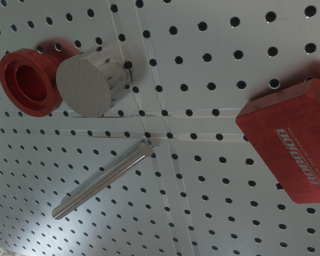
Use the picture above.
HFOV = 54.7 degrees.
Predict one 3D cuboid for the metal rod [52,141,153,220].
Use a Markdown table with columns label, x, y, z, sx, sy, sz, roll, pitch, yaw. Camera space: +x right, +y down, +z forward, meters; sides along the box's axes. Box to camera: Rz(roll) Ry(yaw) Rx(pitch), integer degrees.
| label | x | y | z | sx | sy | sz | roll | pitch | yaw |
| --- | --- | --- | --- | --- | --- | --- | --- | --- | --- |
| metal rod | -0.113 | 0.101 | 0.530 | 0.025 | 0.025 | 0.299 | 48 | 128 | -6 |

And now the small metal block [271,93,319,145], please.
| label | x | y | z | sx | sy | sz | roll | pitch | yaw |
| --- | --- | --- | --- | --- | --- | --- | --- | --- | --- |
| small metal block | 0.152 | -0.005 | 0.328 | 0.050 | 0.025 | 0.050 | 23 | 127 | 14 |

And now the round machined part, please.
| label | x | y | z | sx | sy | sz | roll | pitch | yaw |
| --- | --- | --- | --- | --- | --- | --- | --- | --- | --- |
| round machined part | -0.180 | -0.068 | 0.450 | 0.098 | 0.042 | 0.097 | 13 | 124 | 20 |

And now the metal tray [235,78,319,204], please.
| label | x | y | z | sx | sy | sz | roll | pitch | yaw |
| --- | --- | --- | --- | --- | --- | --- | --- | --- | --- |
| metal tray | 0.152 | 0.021 | 0.322 | 0.130 | 0.030 | 0.090 | 52 | 144 | -12 |

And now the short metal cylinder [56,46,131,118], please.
| label | x | y | z | sx | sy | sz | roll | pitch | yaw |
| --- | --- | --- | --- | --- | --- | --- | --- | --- | --- |
| short metal cylinder | -0.085 | -0.060 | 0.401 | 0.080 | 0.050 | 0.079 | 13 | 124 | 20 |
